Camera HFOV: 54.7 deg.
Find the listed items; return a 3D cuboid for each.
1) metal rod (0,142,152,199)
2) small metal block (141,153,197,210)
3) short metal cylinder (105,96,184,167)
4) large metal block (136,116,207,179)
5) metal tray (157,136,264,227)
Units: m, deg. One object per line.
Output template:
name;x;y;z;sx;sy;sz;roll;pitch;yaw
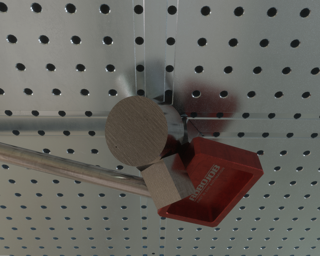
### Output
metal rod;-0.142;0.049;0.413;0.302;0.025;0.025;13;130;3
small metal block;0.009;0.064;0.371;0.025;0.050;0.050;-15;164;-41
short metal cylinder;-0.018;0.004;0.371;0.080;0.080;0.050;-28;168;21
large metal block;0.025;0.042;0.430;0.080;0.050;0.080;-28;125;21
metal tray;0.060;0.076;0.404;0.091;0.030;0.129;16;128;-14
